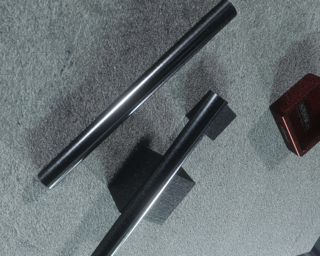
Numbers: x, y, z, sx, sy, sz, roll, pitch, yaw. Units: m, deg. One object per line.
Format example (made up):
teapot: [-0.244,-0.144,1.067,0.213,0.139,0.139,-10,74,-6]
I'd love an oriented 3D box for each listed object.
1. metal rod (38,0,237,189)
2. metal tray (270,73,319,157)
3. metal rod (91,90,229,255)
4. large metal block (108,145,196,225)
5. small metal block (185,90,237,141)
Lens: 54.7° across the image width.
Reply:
metal rod: [-0.027,-0.039,0.368,0.300,0.025,0.025,-43,130,1]
metal tray: [0.248,-0.018,0.531,0.090,0.030,0.130,-41,130,0]
metal rod: [-0.016,0.083,0.386,0.025,0.025,0.299,27,103,-38]
large metal block: [-0.011,0.082,0.437,0.080,0.050,0.080,31,101,-38]
small metal block: [0.073,-0.017,0.438,0.050,0.025,0.050,-47,130,5]
